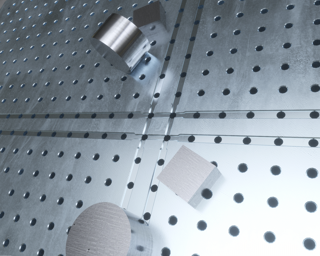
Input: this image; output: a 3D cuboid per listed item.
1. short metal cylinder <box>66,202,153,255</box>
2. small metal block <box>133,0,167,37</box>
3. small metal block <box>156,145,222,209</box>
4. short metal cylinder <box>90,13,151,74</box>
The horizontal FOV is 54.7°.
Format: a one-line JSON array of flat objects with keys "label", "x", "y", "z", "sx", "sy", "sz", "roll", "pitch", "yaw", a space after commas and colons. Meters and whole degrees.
[{"label": "short metal cylinder", "x": -0.055, "y": 0.128, "z": 0.342, "sx": 0.080, "sy": 0.050, "sz": 0.080, "roll": -13, "pitch": 56, "yaw": 21}, {"label": "small metal block", "x": -0.018, "y": -0.185, "z": 0.531, "sx": 0.050, "sy": 0.025, "sz": 0.050, "roll": -15, "pitch": 56, "yaw": 19}, {"label": "small metal block", "x": 0.033, "y": 0.055, "z": 0.357, "sx": 0.050, "sy": 0.025, "sz": 0.050, "roll": 33, "pitch": 80, "yaw": 38}, {"label": "short metal cylinder", "x": -0.062, "y": -0.131, "z": 0.486, "sx": 0.080, "sy": 0.080, "sz": 0.050, "roll": 30, "pitch": 79, "yaw": 37}]
